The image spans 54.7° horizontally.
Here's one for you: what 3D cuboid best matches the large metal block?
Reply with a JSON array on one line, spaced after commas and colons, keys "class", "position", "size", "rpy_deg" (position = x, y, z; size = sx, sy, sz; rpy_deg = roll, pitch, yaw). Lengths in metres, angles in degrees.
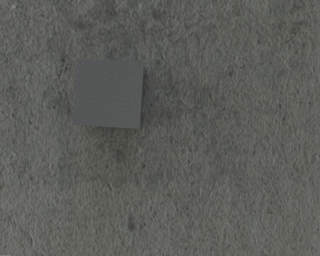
[{"class": "large metal block", "position": [-0.062, -0.041, 0.397], "size": [0.081, 0.050, 0.079], "rpy_deg": [4, 90, -1]}]
